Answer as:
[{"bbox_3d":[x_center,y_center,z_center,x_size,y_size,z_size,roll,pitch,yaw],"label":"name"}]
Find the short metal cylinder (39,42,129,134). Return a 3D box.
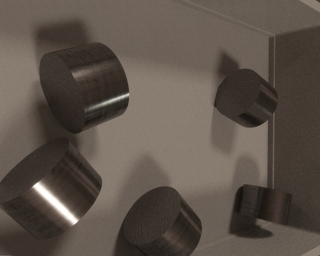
[{"bbox_3d":[-0.076,-0.040,0.308,0.050,0.080,0.080,-27,107,-37],"label":"short metal cylinder"}]

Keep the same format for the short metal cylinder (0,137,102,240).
[{"bbox_3d":[-0.102,0.054,0.287,0.080,0.080,0.050,-49,120,-29],"label":"short metal cylinder"}]

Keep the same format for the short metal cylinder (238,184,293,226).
[{"bbox_3d":[0.177,0.129,0.523,0.080,0.080,0.050,23,76,-38],"label":"short metal cylinder"}]

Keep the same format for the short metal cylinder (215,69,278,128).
[{"bbox_3d":[0.135,-0.046,0.487,0.050,0.080,0.080,25,74,-38],"label":"short metal cylinder"}]

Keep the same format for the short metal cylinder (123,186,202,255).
[{"bbox_3d":[0.003,0.118,0.376,0.080,0.080,0.050,-52,121,-27],"label":"short metal cylinder"}]
